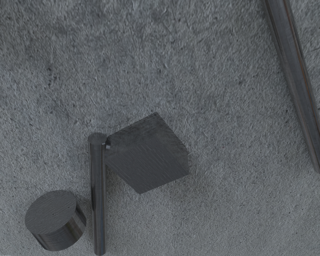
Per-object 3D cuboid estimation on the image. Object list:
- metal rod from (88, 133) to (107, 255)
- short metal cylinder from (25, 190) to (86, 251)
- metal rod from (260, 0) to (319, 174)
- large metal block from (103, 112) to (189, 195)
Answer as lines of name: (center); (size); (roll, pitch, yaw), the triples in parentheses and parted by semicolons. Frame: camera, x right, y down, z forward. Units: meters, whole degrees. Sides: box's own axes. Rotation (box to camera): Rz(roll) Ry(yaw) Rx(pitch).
metal rod: (-0.101, 0.127, 0.514); (0.025, 0.025, 0.298); (5, 130, -4)
short metal cylinder: (-0.165, 0.147, 0.494); (0.080, 0.080, 0.050); (-7, 130, 6)
metal rod: (0.171, -0.041, 0.373); (0.025, 0.025, 0.300); (-22, 127, 18)
large metal block: (-0.017, 0.036, 0.422); (0.080, 0.050, 0.080); (-26, 126, 20)
